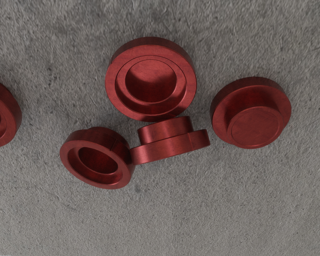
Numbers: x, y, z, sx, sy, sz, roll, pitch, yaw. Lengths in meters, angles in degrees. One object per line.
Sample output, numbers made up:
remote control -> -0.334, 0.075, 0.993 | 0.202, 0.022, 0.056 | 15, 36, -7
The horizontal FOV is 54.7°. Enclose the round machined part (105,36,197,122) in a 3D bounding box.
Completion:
round machined part -> -0.010, -0.057, 0.347 | 0.099, 0.042, 0.097 | 0, 130, 0

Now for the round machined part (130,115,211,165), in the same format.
round machined part -> 0.010, 0.013, 0.384 | 0.098, 0.098, 0.042 | -16, 86, 13

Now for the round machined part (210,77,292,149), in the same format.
round machined part -> 0.114, -0.011, 0.387 | 0.099, 0.042, 0.097 | 0, 130, 0

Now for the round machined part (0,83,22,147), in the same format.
round machined part -> -0.217, -0.024, 0.373 | 0.099, 0.042, 0.097 | 0, 130, 0

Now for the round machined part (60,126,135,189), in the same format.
round machined part -> -0.079, 0.036, 0.415 | 0.098, 0.042, 0.097 | 11, 136, 11
